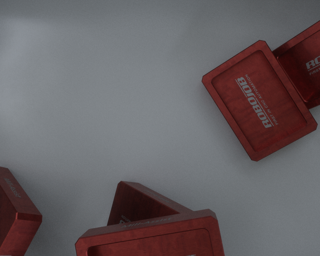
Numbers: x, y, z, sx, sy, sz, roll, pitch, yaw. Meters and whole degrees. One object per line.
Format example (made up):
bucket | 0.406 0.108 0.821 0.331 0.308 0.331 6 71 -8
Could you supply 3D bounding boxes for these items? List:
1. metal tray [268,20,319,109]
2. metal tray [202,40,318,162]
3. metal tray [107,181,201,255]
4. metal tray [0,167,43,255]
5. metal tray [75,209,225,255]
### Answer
metal tray | 0.208 -0.086 0.366 0.030 0.129 0.090 -34 91 -38
metal tray | 0.125 -0.034 0.400 0.090 0.030 0.130 -32 91 13
metal tray | -0.015 0.123 0.362 0.030 0.130 0.090 16 88 -38
metal tray | -0.196 0.110 0.365 0.130 0.030 0.090 28 89 43
metal tray | -0.005 0.133 0.287 0.131 0.030 0.089 -11 87 4
